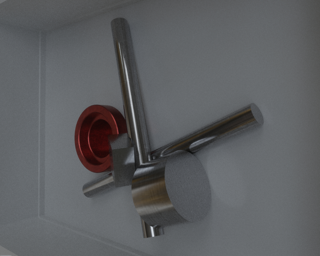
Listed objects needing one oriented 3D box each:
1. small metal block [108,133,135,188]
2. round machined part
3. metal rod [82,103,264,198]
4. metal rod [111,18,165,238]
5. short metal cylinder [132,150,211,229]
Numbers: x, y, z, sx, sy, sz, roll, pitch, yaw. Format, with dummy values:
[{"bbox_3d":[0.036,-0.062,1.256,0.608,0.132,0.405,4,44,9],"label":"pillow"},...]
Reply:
[{"bbox_3d":[-0.048,0.039,0.389,0.050,0.025,0.050,-130,36,-66],"label":"small metal block"},{"bbox_3d":[-0.079,0.015,0.457,0.098,0.042,0.097,0,90,39],"label":"round machined part"},{"bbox_3d":[-0.006,0.042,0.408,0.299,0.025,0.025,-28,73,36],"label":"metal rod"},{"bbox_3d":[-0.033,-0.013,0.407,0.025,0.025,0.299,-24,68,37],"label":"metal rod"},{"bbox_3d":[0.014,0.071,0.356,0.050,0.081,0.080,-25,75,37],"label":"short metal cylinder"}]
